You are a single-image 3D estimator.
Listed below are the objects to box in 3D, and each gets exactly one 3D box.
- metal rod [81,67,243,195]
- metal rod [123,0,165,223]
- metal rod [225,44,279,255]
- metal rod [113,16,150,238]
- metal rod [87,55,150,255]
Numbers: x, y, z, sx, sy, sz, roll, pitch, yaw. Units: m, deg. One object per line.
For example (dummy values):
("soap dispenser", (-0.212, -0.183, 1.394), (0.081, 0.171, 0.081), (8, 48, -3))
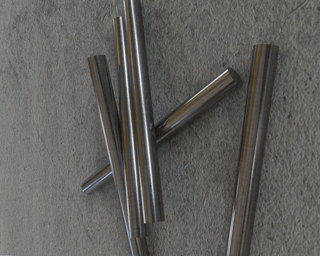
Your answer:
("metal rod", (-0.017, 0.020, 0.419), (0.299, 0.025, 0.025), (-38, 67, 33))
("metal rod", (-0.023, -0.034, 0.397), (0.025, 0.025, 0.299), (-20, 70, 38))
("metal rod", (0.092, 0.065, 0.329), (0.025, 0.025, 0.298), (11, 97, 39))
("metal rod", (-0.040, -0.013, 0.410), (0.025, 0.025, 0.299), (-20, 69, 38))
("metal rod", (-0.053, 0.052, 0.417), (0.025, 0.025, 0.298), (-10, 93, 39))
